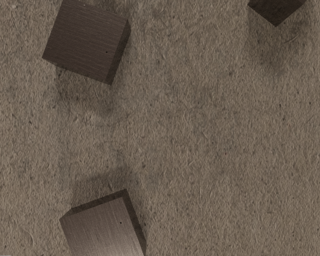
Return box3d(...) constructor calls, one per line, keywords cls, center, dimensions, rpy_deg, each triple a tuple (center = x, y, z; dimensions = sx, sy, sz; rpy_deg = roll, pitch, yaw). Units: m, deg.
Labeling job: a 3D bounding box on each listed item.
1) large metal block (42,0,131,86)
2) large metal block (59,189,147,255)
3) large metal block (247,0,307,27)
box3d(cls="large metal block", center=(-0.090, -0.108, 0.396), dimensions=(0.080, 0.050, 0.080), rpy_deg=(20, 90, -1))
box3d(cls="large metal block", center=(-0.070, 0.133, 0.397), dimensions=(0.080, 0.050, 0.080), rpy_deg=(-20, 90, -1))
box3d(cls="large metal block", center=(0.164, -0.185, 0.385), dimensions=(0.050, 0.080, 0.080), rpy_deg=(38, 90, -1))
